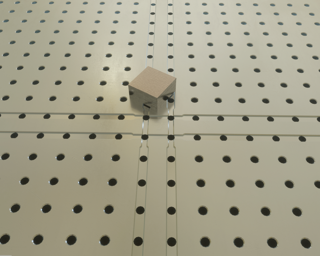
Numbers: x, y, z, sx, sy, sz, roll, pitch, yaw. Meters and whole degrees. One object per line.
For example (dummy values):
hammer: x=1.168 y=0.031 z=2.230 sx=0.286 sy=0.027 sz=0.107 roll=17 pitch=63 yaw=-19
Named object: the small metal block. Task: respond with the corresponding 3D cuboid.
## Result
small metal block: x=-0.011 y=-0.060 z=0.458 sx=0.050 sy=0.025 sz=0.050 roll=27 pitch=55 yaw=21
